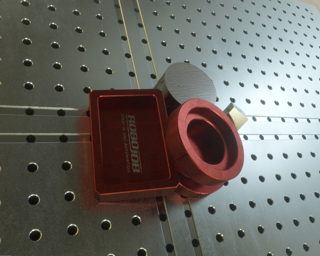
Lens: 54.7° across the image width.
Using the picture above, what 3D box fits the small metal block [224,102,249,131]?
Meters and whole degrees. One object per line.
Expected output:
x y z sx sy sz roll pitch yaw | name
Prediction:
0.095 -0.007 0.437 0.025 0.050 0.050 40 16 -2 | small metal block

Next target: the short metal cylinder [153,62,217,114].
0.032 -0.046 0.439 0.081 0.050 0.080 14 56 -21 | short metal cylinder

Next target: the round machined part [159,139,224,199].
0.048 0.038 0.401 0.099 0.042 0.098 14 56 -21 | round machined part

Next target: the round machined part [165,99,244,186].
0.045 0.019 0.350 0.099 0.042 0.098 21 52 -29 | round machined part

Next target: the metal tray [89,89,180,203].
-0.034 0.016 0.364 0.091 0.030 0.130 -3 62 -14 | metal tray
